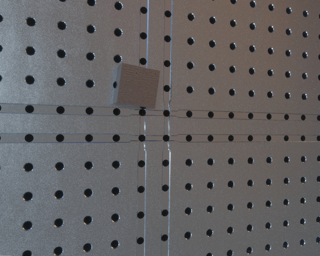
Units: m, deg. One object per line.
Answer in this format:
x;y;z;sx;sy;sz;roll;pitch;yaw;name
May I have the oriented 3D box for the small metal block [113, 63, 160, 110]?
-0.031;-0.053;0.402;0.050;0.025;0.050;8;87;-20;small metal block
